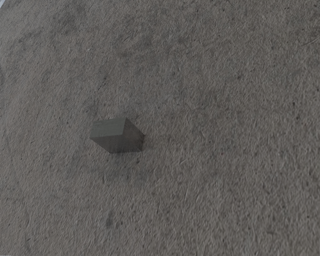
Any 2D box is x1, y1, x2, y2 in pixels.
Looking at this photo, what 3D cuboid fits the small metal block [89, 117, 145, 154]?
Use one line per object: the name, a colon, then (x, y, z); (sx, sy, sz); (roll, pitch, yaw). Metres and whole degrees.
small metal block: (-0.056, 0.011, 0.412); (0.050, 0.050, 0.025); (-6, 59, 25)
